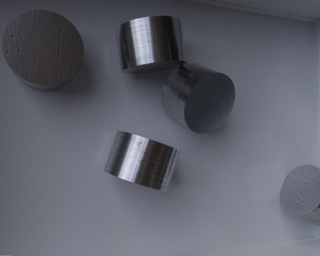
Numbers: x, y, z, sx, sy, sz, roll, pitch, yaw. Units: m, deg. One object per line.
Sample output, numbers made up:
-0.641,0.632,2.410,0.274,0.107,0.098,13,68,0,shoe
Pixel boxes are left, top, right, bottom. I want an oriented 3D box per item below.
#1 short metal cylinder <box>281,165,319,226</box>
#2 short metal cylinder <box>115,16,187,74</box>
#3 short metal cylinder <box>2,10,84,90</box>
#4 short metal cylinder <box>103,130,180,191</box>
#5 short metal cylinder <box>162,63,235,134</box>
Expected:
0.233,0.102,0.470,0.050,0.080,0.080,26,81,-19,short metal cylinder
-0.011,-0.099,0.378,0.081,0.080,0.050,-10,93,-20,short metal cylinder
-0.130,-0.085,0.349,0.081,0.050,0.079,0,90,-21,short metal cylinder
-0.021,0.039,0.374,0.080,0.080,0.050,20,83,-19,short metal cylinder
0.050,-0.039,0.400,0.081,0.050,0.079,-16,122,-28,short metal cylinder
